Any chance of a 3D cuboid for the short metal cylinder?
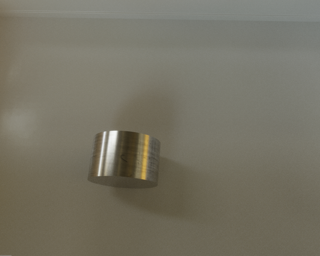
[{"bbox_3d":[-0.041,0.040,0.365,0.081,0.080,0.050,4,70,1],"label":"short metal cylinder"}]
